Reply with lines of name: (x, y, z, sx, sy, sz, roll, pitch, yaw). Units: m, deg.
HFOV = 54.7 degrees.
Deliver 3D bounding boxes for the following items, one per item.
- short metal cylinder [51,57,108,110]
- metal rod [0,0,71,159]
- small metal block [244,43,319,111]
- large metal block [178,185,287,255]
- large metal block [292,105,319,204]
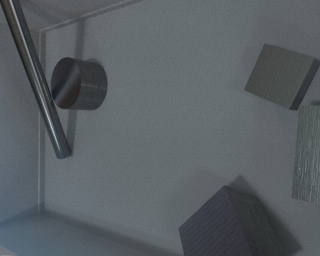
short metal cylinder: (-0.130, -0.069, 0.495, 0.080, 0.050, 0.079, 0, 90, 39)
metal rod: (-0.191, -0.082, 0.476, 0.025, 0.025, 0.298, 16, 127, 38)
small metal block: (0.120, -0.050, 0.307, 0.050, 0.025, 0.050, 32, 110, 35)
large metal block: (0.069, 0.119, 0.310, 0.080, 0.050, 0.080, -51, 30, 27)
large metal block: (0.162, 0.023, 0.257, 0.080, 0.050, 0.079, 6, 94, 39)
